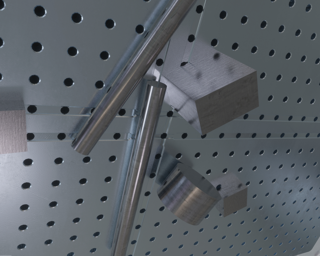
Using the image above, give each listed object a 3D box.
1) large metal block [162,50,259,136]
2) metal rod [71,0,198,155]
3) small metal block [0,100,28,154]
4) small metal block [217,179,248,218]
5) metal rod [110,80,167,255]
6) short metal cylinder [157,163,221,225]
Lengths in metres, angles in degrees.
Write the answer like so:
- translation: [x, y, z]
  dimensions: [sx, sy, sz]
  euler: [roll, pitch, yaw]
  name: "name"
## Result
- translation: [0.061, -0.047, 0.381]
  dimensions: [0.080, 0.080, 0.050]
  euler: [-27, 128, -12]
  name: "large metal block"
- translation: [-0.009, -0.093, 0.348]
  dimensions: [0.025, 0.025, 0.299]
  euler: [29, 102, -38]
  name: "metal rod"
- translation: [-0.167, 0.000, 0.320]
  dimensions: [0.050, 0.025, 0.050]
  euler: [-5, 121, -26]
  name: "small metal block"
- translation: [0.130, 0.127, 0.561]
  dimensions: [0.050, 0.025, 0.050]
  euler: [-21, 127, -16]
  name: "small metal block"
- translation: [-0.036, 0.078, 0.439]
  dimensions: [0.025, 0.025, 0.298]
  euler: [-1, 119, -28]
  name: "metal rod"
- translation: [0.043, 0.097, 0.459]
  dimensions: [0.080, 0.080, 0.050]
  euler: [29, 102, -38]
  name: "short metal cylinder"
